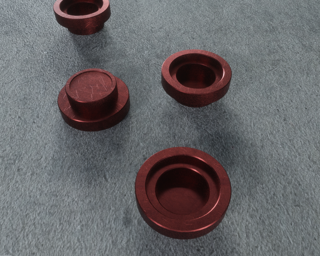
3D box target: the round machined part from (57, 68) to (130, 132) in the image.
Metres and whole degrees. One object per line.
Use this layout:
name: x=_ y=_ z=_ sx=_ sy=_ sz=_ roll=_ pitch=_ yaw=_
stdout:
round machined part: x=-0.092 y=-0.045 z=0.430 sx=0.099 sy=0.042 sz=0.098 roll=0 pitch=50 yaw=0

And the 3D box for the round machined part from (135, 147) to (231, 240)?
round machined part: x=0.023 y=0.071 z=0.332 sx=0.099 sy=0.042 sz=0.098 roll=0 pitch=50 yaw=0

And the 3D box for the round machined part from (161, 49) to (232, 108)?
round machined part: x=0.051 y=-0.068 z=0.449 sx=0.099 sy=0.042 sz=0.098 roll=0 pitch=50 yaw=0

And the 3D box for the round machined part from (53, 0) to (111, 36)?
round machined part: x=-0.139 y=-0.205 z=0.564 sx=0.099 sy=0.042 sz=0.098 roll=0 pitch=50 yaw=0
